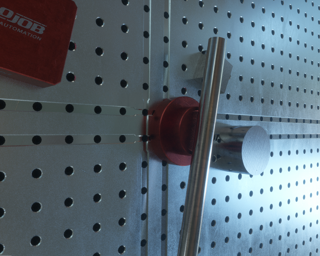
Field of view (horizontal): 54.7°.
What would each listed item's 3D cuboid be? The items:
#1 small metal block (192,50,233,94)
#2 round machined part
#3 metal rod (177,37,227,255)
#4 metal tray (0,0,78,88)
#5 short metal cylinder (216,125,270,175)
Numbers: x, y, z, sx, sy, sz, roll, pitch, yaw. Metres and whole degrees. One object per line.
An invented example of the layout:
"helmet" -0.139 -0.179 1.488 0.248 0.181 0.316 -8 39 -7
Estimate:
"small metal block" 0.083 -0.087 0.481 0.050 0.025 0.050 31 71 -36
"round machined part" 0.037 0.005 0.432 0.099 0.042 0.097 0 90 -40
"metal rod" 0.055 0.027 0.403 0.025 0.025 0.298 15 81 -39
"metal tray" -0.149 -0.099 0.281 0.131 0.030 0.090 16 80 -39
"short metal cylinder" 0.138 0.036 0.512 0.081 0.050 0.079 0 90 -40
